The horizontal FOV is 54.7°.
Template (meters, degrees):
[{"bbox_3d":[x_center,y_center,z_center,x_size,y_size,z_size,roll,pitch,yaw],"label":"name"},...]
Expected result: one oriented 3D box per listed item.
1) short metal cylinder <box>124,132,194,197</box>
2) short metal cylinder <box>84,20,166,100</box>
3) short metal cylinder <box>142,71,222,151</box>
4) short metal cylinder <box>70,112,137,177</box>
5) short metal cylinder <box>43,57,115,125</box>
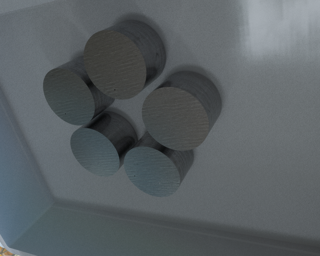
[{"bbox_3d":[-0.001,0.046,0.419,0.080,0.050,0.079,13,124,21],"label":"short metal cylinder"},{"bbox_3d":[-0.041,-0.080,0.362,0.080,0.050,0.079,13,124,21],"label":"short metal cylinder"},{"bbox_3d":[0.026,-0.020,0.364,0.080,0.050,0.079,13,124,21],"label":"short metal cylinder"},{"bbox_3d":[-0.080,0.023,0.446,0.080,0.050,0.079,13,124,21],"label":"short metal cylinder"},{"bbox_3d":[-0.107,-0.050,0.415,0.080,0.050,0.079,13,124,21],"label":"short metal cylinder"}]
